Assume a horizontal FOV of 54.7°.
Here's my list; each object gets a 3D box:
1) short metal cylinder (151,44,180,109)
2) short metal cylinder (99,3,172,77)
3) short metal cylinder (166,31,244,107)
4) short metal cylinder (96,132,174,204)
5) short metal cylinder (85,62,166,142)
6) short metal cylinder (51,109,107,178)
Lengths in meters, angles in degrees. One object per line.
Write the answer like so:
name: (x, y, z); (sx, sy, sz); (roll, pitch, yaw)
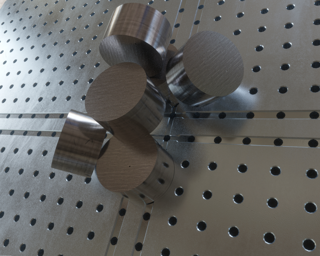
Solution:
short metal cylinder: (-0.001, -0.073, 0.437); (0.080, 0.050, 0.080); (-13, 57, 21)
short metal cylinder: (-0.029, -0.107, 0.388); (0.080, 0.080, 0.050); (0, 62, 28)
short metal cylinder: (0.054, -0.070, 0.379); (0.080, 0.080, 0.050); (-66, 15, -19)
short metal cylinder: (-0.029, 0.047, 0.378); (0.080, 0.050, 0.080); (-13, 57, 21)
short metal cylinder: (-0.040, -0.031, 0.367); (0.080, 0.050, 0.080); (-13, 56, 21)
short metal cylinder: (-0.104, 0.021, 0.408); (0.050, 0.080, 0.080); (18, 64, -12)
